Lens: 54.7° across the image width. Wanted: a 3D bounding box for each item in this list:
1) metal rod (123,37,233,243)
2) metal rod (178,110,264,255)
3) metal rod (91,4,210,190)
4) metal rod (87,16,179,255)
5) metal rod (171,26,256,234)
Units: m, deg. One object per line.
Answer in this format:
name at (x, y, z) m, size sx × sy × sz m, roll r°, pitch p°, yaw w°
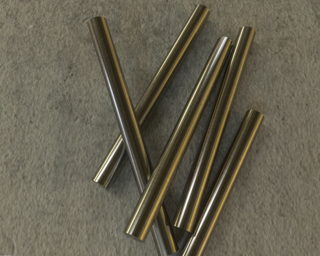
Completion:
metal rod at (0.034, -0.006, 0.386) m, size 0.025 × 0.025 × 0.300 m, roll 23°, pitch 62°, yaw 8°
metal rod at (0.057, 0.107, 0.369) m, size 0.025 × 0.025 × 0.300 m, roll 27°, pitch 72°, yaw 9°
metal rod at (-0.004, -0.055, 0.428) m, size 0.025 × 0.025 × 0.300 m, roll 26°, pitch 72°, yaw 9°
metal rod at (-0.036, 0.003, 0.379) m, size 0.025 × 0.025 × 0.299 m, roll -17°, pitch 81°, yaw -6°
metal rod at (0.077, -0.013, 0.407) m, size 0.025 × 0.025 × 0.300 m, roll 20°, pitch 69°, yaw 7°
